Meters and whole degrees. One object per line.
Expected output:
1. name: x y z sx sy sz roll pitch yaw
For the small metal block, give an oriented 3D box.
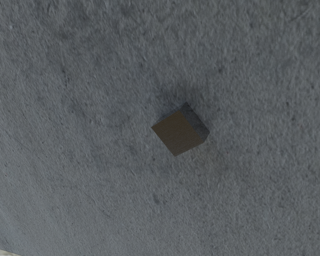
1. small metal block: 0.026 0.002 0.394 0.050 0.025 0.050 -31 101 37
